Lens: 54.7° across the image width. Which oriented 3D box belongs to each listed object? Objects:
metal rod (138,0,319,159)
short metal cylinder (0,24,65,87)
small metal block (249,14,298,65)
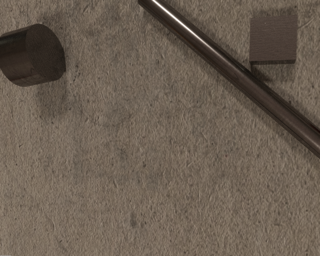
[{"bbox_3d":[0.084,-0.074,0.379,0.300,0.025,0.025,44,104,14],"label":"metal rod"},{"bbox_3d":[-0.182,-0.102,0.442,0.050,0.080,0.080,-8,88,19],"label":"short metal cylinder"},{"bbox_3d":[0.132,-0.102,0.362,0.050,0.025,0.050,2,91,19],"label":"small metal block"}]
